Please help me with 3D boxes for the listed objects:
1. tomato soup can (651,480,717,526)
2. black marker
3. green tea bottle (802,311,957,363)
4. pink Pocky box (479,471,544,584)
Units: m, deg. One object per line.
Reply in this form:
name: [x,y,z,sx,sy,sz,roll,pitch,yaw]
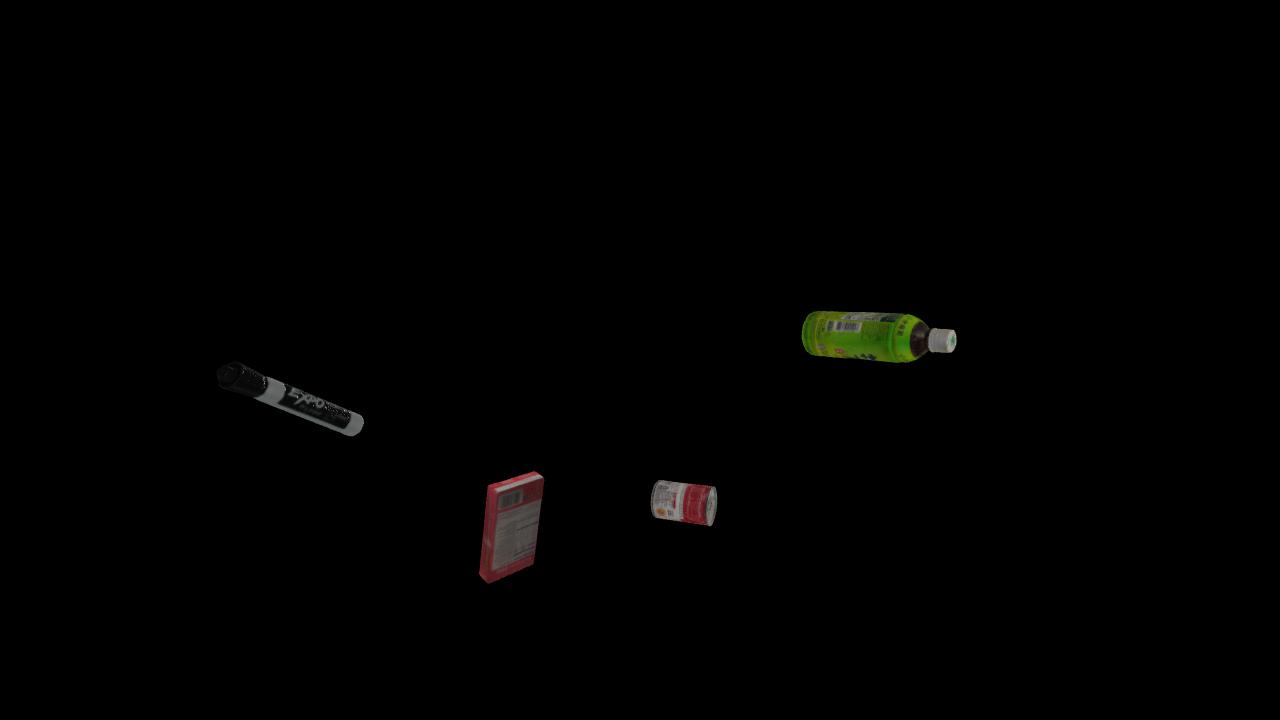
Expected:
tomato soup can: [0.076,0.247,1.065,0.101,0.068,0.068,2,1,22]
black marker: [-0.245,0.030,0.439,0.020,0.020,0.121,0,-22,17]
green tea bottle: [0.335,-0.033,0.875,0.073,0.073,0.212,0,5,-39]
pink Pocky box: [-0.189,0.245,0.906,0.029,0.155,0.084,24,23,39]
